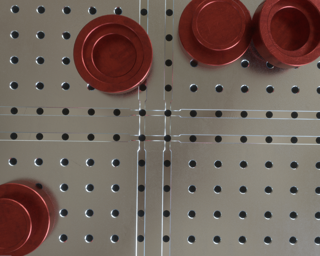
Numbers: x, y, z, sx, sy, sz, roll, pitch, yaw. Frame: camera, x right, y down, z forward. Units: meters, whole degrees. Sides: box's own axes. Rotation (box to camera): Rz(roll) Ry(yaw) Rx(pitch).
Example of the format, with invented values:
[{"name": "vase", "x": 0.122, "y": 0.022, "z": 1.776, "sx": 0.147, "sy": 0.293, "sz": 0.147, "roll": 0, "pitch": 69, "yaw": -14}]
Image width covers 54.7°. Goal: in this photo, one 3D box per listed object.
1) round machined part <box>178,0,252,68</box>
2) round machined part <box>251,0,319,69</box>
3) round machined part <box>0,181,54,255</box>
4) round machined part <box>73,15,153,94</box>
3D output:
[{"name": "round machined part", "x": 0.074, "y": -0.131, "z": 0.406, "sx": 0.099, "sy": 0.042, "sz": 0.097, "roll": 0, "pitch": 90, "yaw": -1}, {"name": "round machined part", "x": 0.163, "y": -0.126, "z": 0.401, "sx": 0.099, "sy": 0.042, "sz": 0.097, "roll": 0, "pitch": 90, "yaw": -11}, {"name": "round machined part", "x": -0.193, "y": 0.121, "z": 0.402, "sx": 0.099, "sy": 0.042, "sz": 0.097, "roll": 0, "pitch": 90, "yaw": -1}, {"name": "round machined part", "x": -0.058, "y": -0.092, "z": 0.404, "sx": 0.099, "sy": 0.042, "sz": 0.097, "roll": 0, "pitch": 90, "yaw": -1}]
